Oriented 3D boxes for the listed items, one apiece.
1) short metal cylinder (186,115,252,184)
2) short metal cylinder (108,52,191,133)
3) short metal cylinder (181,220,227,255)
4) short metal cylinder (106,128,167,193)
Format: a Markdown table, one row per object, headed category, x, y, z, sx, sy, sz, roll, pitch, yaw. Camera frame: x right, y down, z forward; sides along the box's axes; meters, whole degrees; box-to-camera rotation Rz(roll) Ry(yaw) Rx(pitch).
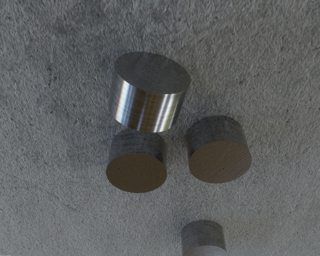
| category | x | y | z | sx | sy | sz | roll | pitch | yaw |
| --- | --- | --- | --- | --- | --- | --- | --- | --- | --- |
| short metal cylinder | 0.077 | 0.030 | 0.417 | 0.081 | 0.050 | 0.079 | 0 | 130 | 0 |
| short metal cylinder | -0.013 | -0.040 | 0.336 | 0.081 | 0.080 | 0.050 | 10 | 129 | -9 |
| short metal cylinder | 0.080 | 0.215 | 0.574 | 0.081 | 0.050 | 0.079 | 0 | 130 | 0 |
| short metal cylinder | -0.031 | 0.045 | 0.429 | 0.081 | 0.050 | 0.079 | 0 | 130 | 0 |
